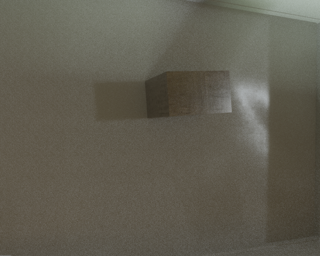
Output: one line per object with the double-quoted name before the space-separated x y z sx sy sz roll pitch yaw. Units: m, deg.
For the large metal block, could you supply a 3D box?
"large metal block" 0.033 -0.041 0.393 0.081 0.080 0.050 -5 92 -20
